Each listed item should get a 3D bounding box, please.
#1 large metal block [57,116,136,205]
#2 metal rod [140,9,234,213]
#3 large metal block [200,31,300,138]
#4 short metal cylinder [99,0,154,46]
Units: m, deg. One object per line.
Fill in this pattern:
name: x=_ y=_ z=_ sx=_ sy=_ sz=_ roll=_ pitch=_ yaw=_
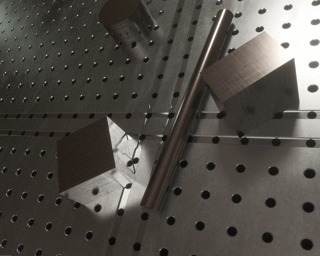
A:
large metal block: x=-0.085 y=0.043 z=0.409 sx=0.080 sy=0.050 sz=0.080 roll=-26 pitch=53 yaw=12
metal rod: x=0.043 y=-0.037 z=0.407 sx=0.025 sy=0.025 sz=0.300 roll=10 pitch=66 yaw=32
large metal block: x=0.102 y=-0.045 z=0.346 sx=0.080 sy=0.080 sz=0.050 roll=-33 pitch=52 yaw=7
short metal cylinder: x=-0.058 y=-0.190 z=0.537 sx=0.080 sy=0.050 sz=0.080 roll=-13 pitch=56 yaw=20
